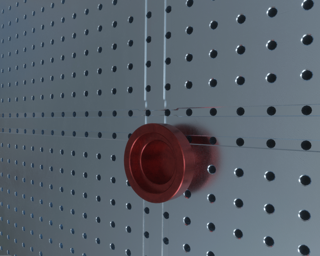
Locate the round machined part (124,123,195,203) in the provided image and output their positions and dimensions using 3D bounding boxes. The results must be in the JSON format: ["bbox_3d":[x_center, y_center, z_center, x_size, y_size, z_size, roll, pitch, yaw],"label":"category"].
[{"bbox_3d":[0.003,0.043,0.394,0.098,0.042,0.097,0,90,39],"label":"round machined part"}]
